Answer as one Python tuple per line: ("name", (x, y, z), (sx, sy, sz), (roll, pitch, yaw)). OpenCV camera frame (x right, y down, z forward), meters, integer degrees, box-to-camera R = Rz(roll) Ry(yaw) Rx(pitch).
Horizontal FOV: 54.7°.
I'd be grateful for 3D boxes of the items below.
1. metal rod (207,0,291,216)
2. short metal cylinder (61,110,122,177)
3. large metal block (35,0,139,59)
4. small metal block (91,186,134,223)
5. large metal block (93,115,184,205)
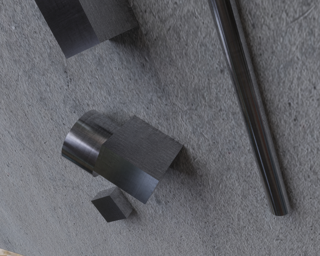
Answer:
("metal rod", (0.098, -0.027, 0.338), (0.025, 0.025, 0.299), (-9, 114, 32))
("short metal cylinder", (-0.090, 0.021, 0.432), (0.050, 0.080, 0.079), (31, 128, 8))
("large metal block", (-0.078, -0.131, 0.332), (0.050, 0.080, 0.080), (-13, 112, 33))
("small metal block", (-0.082, 0.131, 0.531), (0.050, 0.025, 0.050), (-24, 106, 36))
("large metal block", (-0.027, 0.039, 0.410), (0.080, 0.080, 0.050), (32, 128, 7))
